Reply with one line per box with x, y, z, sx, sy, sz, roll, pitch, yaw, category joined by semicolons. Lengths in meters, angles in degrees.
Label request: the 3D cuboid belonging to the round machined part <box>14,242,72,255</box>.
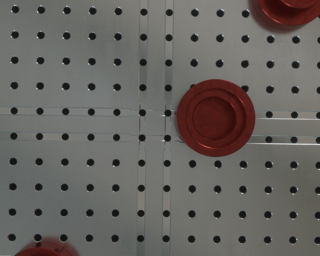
-0.159;0.205;0.403;0.099;0.042;0.097;0;90;-1;round machined part

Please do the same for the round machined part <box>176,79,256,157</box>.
0.070;-0.013;0.406;0.099;0.042;0.097;0;90;-1;round machined part

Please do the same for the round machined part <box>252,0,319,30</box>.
0.176;-0.184;0.407;0.099;0.042;0.097;0;90;-1;round machined part
